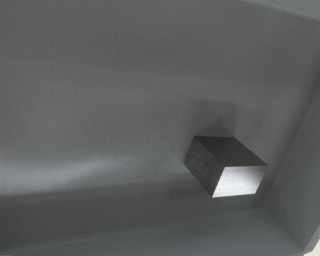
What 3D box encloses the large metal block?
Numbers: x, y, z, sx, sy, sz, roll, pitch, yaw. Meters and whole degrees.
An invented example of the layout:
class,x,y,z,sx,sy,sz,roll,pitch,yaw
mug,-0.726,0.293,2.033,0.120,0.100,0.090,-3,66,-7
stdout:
class,x,y,z,sx,sy,sz,roll,pitch,yaw
large metal block,0.095,0.054,0.457,0.081,0.080,0.050,3,117,-30
